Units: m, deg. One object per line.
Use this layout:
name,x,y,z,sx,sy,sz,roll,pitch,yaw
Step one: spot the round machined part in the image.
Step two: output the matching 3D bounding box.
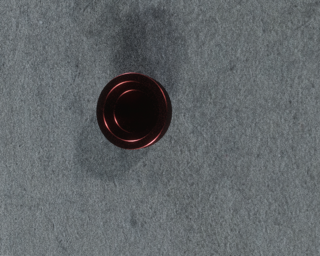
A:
round machined part,-0.030,-0.022,0.410,0.098,0.042,0.097,0,90,19
